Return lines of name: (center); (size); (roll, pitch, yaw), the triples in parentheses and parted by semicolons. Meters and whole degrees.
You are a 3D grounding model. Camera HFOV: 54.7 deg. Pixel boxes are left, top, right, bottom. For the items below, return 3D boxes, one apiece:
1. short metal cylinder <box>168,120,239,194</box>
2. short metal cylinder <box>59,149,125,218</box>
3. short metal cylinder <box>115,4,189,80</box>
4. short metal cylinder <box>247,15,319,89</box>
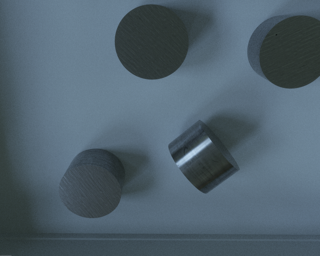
short metal cylinder: (0.056, 0.036, 0.396); (0.050, 0.080, 0.080); (-40, 106, 13)
short metal cylinder: (-0.091, 0.075, 0.424); (0.081, 0.050, 0.079); (0, 110, -1)
short metal cylinder: (-0.009, -0.101, 0.361); (0.081, 0.050, 0.079); (0, 110, -1)
short metal cylinder: (0.150, -0.091, 0.367); (0.081, 0.050, 0.079); (0, 110, -1)
